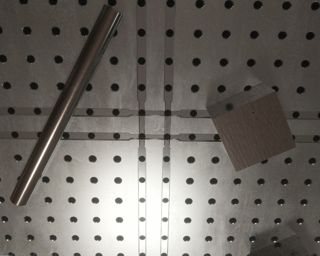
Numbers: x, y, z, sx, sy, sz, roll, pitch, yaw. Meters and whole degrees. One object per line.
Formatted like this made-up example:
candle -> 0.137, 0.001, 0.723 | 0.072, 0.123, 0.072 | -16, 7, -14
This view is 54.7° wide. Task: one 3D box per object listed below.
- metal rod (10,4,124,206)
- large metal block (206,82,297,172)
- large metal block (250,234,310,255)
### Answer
metal rod -> -0.129, -0.017, 0.405 | 0.025, 0.025, 0.298 | 29, 107, -11
large metal block -> 0.116, -0.002, 0.401 | 0.080, 0.050, 0.080 | -25, 109, 8
large metal block -> 0.201, 0.228, 0.487 | 0.080, 0.050, 0.080 | -28, 108, 9
